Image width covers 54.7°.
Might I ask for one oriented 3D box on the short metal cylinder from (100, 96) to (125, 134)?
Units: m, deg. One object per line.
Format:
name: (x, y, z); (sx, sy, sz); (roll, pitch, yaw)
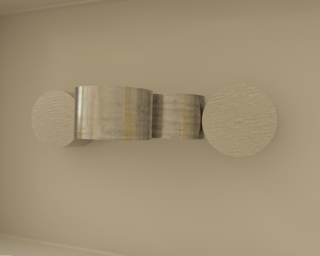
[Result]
short metal cylinder: (-0.062, -0.016, 0.401); (0.080, 0.080, 0.050); (2, 91, 20)

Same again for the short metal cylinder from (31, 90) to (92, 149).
short metal cylinder: (-0.133, -0.012, 0.442); (0.080, 0.050, 0.080); (0, 90, 20)

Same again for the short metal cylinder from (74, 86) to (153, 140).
short metal cylinder: (-0.048, -0.014, 0.323); (0.080, 0.080, 0.050); (2, 91, 20)

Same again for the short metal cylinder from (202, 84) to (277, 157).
short metal cylinder: (0.094, -0.008, 0.362); (0.080, 0.050, 0.080); (0, 90, 20)

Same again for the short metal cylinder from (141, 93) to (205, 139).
short metal cylinder: (0.014, -0.013, 0.374); (0.080, 0.080, 0.050); (2, 91, 20)
